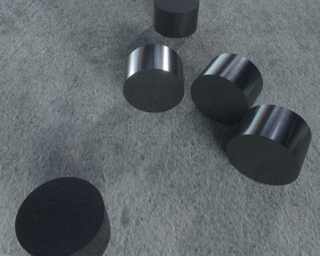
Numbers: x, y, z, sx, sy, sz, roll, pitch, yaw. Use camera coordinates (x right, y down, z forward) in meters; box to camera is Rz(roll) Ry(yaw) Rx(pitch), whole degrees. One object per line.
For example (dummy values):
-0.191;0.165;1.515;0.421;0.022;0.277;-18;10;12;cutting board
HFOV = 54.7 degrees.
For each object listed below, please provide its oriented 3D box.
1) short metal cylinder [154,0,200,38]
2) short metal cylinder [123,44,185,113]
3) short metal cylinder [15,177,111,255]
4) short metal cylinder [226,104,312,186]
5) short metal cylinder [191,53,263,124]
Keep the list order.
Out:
0.029;-0.207;0.562;0.081;0.050;0.080;0;50;0;short metal cylinder
-0.008;-0.066;0.423;0.081;0.080;0.050;0;50;0;short metal cylinder
-0.092;0.096;0.305;0.081;0.050;0.080;0;50;0;short metal cylinder
0.123;0.020;0.352;0.080;0.080;0.050;25;54;19;short metal cylinder
0.088;-0.051;0.412;0.080;0.080;0.050;26;55;20;short metal cylinder
